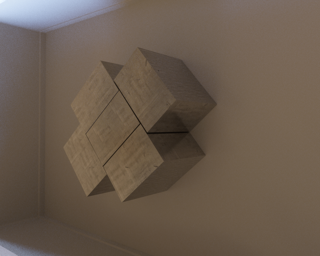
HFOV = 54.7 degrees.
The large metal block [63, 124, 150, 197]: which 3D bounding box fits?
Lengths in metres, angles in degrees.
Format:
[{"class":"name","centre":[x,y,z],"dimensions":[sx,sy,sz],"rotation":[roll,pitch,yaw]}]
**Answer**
[{"class":"large metal block","centre":[-0.072,0.041,0.427],"dimensions":[0.050,0.081,0.080],"rotation":[-48,62,29]}]

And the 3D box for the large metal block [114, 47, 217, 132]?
[{"class":"large metal block","centre":[0.007,-0.042,0.363],"dimensions":[0.050,0.081,0.080],"rotation":[-48,62,29]}]

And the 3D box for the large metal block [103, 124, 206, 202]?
[{"class":"large metal block","centre":[-0.006,0.040,0.374],"dimensions":[0.080,0.081,0.050],"rotation":[-47,62,29]}]

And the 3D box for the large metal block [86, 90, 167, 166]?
[{"class":"large metal block","centre":[-0.032,0.001,0.395],"dimensions":[0.080,0.081,0.050],"rotation":[-47,62,29]}]

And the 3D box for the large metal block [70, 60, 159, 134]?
[{"class":"large metal block","centre":[-0.058,-0.037,0.415],"dimensions":[0.080,0.081,0.050],"rotation":[-47,62,29]}]
